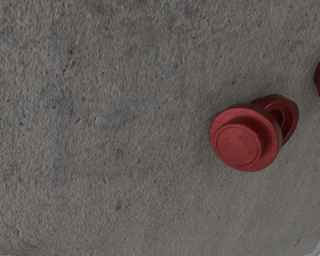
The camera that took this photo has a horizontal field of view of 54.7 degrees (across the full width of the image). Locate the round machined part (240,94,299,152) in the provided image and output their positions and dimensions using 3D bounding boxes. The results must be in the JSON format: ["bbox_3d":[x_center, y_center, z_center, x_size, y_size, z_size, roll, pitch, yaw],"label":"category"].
[{"bbox_3d":[0.161,-0.008,0.478,0.099,0.042,0.097,-14,124,-21],"label":"round machined part"}]

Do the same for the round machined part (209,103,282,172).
[{"bbox_3d":[0.113,0.018,0.428,0.042,0.098,0.097,-34,138,-50],"label":"round machined part"}]

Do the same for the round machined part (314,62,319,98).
[{"bbox_3d":[0.291,-0.088,0.500,0.099,0.042,0.097,-14,124,-21],"label":"round machined part"}]
